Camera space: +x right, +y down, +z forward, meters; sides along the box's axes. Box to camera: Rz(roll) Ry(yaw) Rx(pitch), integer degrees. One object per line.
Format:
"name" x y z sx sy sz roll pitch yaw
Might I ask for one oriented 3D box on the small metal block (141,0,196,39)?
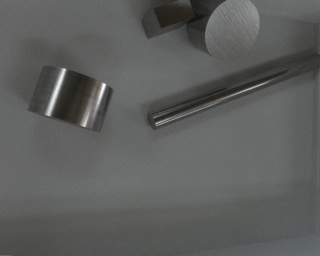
"small metal block" 0.010 -0.141 0.402 0.050 0.050 0.025 -25 99 -19

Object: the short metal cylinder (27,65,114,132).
"short metal cylinder" -0.098 -0.030 0.346 0.081 0.080 0.050 19 84 -20

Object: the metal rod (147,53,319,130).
"metal rod" 0.122 -0.059 0.457 0.302 0.025 0.025 -21 97 -19

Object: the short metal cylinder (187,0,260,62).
"short metal cylinder" 0.083 -0.134 0.412 0.081 0.050 0.079 -12 122 -19
